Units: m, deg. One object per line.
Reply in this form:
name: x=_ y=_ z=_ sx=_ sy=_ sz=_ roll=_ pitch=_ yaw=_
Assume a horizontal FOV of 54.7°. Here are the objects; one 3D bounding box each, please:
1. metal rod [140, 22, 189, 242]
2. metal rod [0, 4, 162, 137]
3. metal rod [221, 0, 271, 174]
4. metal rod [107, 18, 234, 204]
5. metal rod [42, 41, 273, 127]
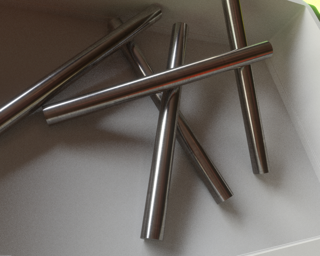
metal rod: x=0.011 y=-0.014 z=0.395 sx=0.025 sy=0.025 sz=0.299 roll=18 pitch=63 yaw=-19
metal rod: x=-0.093 y=-0.083 z=0.386 sx=0.025 sy=0.025 sz=0.301 roll=43 pitch=57 yaw=1
metal rod: x=0.120 y=-0.082 z=0.446 sx=0.025 sy=0.025 sz=0.298 roll=-13 pitch=93 yaw=-34
metal rod: x=0.008 y=-0.033 z=0.431 sx=0.025 sy=0.025 sz=0.299 roll=-22 pitch=73 yaw=-36
metal rod: x=0.010 y=-0.060 z=0.387 sx=0.302 sy=0.025 sz=0.025 roll=-19 pitch=71 yaw=-15
